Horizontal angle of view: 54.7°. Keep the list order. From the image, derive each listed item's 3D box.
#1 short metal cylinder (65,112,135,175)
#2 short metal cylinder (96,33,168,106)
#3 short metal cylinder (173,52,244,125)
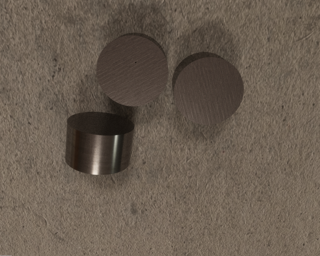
[{"bbox_3d":[-0.075,0.016,0.386,0.081,0.080,0.050,8,110,-4],"label":"short metal cylinder"},{"bbox_3d":[-0.031,-0.071,0.370,0.081,0.050,0.079,0,110,-1],"label":"short metal cylinder"},{"bbox_3d":[0.056,-0.050,0.379,0.081,0.050,0.079,0,110,-1],"label":"short metal cylinder"}]
